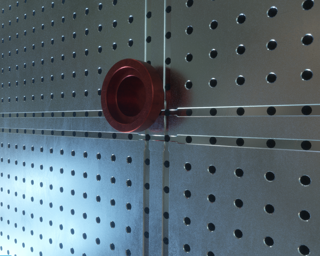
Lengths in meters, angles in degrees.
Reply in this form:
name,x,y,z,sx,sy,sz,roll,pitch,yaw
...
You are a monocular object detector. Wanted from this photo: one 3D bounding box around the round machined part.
name,x,y,z,sx,sy,sz,roll,pitch,yaw
round machined part,-0.033,-0.043,0.423,0.098,0.042,0.097,0,90,39
